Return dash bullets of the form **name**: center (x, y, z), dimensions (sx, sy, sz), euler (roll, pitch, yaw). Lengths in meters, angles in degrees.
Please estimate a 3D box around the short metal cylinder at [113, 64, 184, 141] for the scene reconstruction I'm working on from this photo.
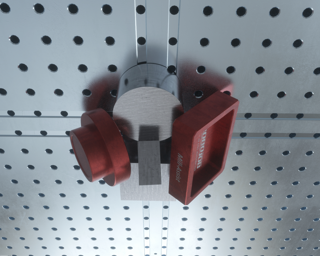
- **short metal cylinder**: center (-0.013, -0.029, 0.369), dimensions (0.081, 0.050, 0.079), euler (0, 130, 0)

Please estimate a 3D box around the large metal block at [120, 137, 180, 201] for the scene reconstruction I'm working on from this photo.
- **large metal block**: center (-0.015, 0.060, 0.446), dimensions (0.081, 0.050, 0.079), euler (2, 130, -2)

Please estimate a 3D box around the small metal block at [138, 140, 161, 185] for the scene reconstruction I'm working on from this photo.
- **small metal block**: center (-0.013, 0.043, 0.376), dimensions (0.025, 0.050, 0.050), euler (-2, 172, -2)

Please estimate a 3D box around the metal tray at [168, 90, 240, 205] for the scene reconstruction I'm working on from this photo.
- **metal tray**: center (0.054, 0.027, 0.394), dimensions (0.030, 0.091, 0.129), euler (32, 139, 31)

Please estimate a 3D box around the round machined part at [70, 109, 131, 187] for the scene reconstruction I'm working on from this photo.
- **round machined part**: center (-0.078, 0.028, 0.381), dimensions (0.042, 0.098, 0.097), euler (-22, 136, -26)
